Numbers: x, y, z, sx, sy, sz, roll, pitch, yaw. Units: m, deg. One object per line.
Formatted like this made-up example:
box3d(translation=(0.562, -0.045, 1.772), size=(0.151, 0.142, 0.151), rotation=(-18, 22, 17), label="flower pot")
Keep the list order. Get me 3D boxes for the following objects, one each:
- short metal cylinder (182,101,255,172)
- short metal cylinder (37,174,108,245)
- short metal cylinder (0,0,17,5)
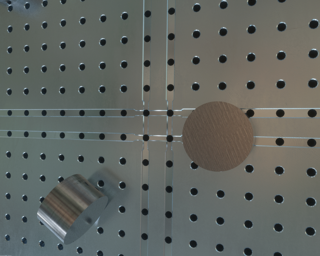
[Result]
box3d(translation=(0.073, 0.009, 0.374), size=(0.080, 0.050, 0.079), rotation=(0, 90, 20), label="short metal cylinder")
box3d(translation=(-0.118, 0.110, 0.425), size=(0.050, 0.080, 0.080), rotation=(36, 102, 16), label="short metal cylinder")
box3d(translation=(-0.263, -0.244, 0.492), size=(0.080, 0.050, 0.079), rotation=(0, 90, 20), label="short metal cylinder")
